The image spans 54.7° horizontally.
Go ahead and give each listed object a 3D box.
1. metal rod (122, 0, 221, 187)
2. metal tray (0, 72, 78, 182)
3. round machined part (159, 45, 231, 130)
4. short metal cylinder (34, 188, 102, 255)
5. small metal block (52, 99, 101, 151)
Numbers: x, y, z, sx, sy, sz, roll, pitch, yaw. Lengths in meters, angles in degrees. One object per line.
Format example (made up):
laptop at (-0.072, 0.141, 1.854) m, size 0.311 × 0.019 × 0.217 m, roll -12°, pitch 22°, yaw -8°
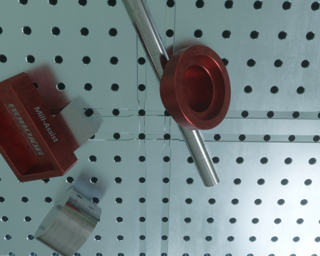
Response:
metal rod at (0.014, -0.051, 0.394) m, size 0.025 × 0.025 × 0.299 m, roll -23°, pitch 109°, yaw 8°
metal tray at (-0.173, 0.004, 0.391) m, size 0.090 × 0.030 × 0.129 m, roll -13°, pitch 112°, yaw 30°
round machined part at (0.038, -0.046, 0.370) m, size 0.042 × 0.099 × 0.098 m, roll -3°, pitch 119°, yaw 48°
short metal cylinder at (-0.127, 0.131, 0.431) m, size 0.050 × 0.080 × 0.080 m, roll 40°, pitch 105°, yaw -14°
small metal block at (-0.117, -0.002, 0.411) m, size 0.050 × 0.025 × 0.050 m, roll -39°, pitch 106°, yaw 12°
